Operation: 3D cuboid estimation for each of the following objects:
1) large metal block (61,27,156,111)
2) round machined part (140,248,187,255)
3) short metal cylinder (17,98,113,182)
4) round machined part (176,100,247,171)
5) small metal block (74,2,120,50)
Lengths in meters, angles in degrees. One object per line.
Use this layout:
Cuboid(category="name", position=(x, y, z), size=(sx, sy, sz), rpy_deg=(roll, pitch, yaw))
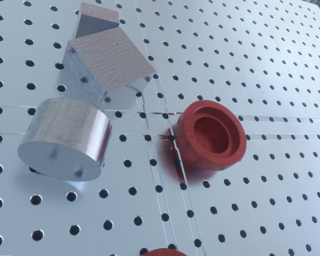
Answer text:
Cuboid(category="large metal block", position=(-0.067, -0.077, 0.403), size=(0.081, 0.050, 0.080), rpy_deg=(-31, 79, -38))
Cuboid(category="round machined part", position=(0.008, 0.168, 0.299), size=(0.099, 0.042, 0.098), rpy_deg=(14, 56, -21))
Cuboid(category="short metal cylinder", position=(-0.093, 0.014, 0.314), size=(0.080, 0.080, 0.050), rpy_deg=(21, 54, -16))
Cuboid(category="round machined part", position=(0.066, 0.013, 0.424), size=(0.099, 0.042, 0.098), rpy_deg=(14, 56, -21))
Cuboid(category="small metal block", position=(-0.089, -0.139, 0.428), size=(0.050, 0.050, 0.025), rpy_deg=(7, 54, -25))
